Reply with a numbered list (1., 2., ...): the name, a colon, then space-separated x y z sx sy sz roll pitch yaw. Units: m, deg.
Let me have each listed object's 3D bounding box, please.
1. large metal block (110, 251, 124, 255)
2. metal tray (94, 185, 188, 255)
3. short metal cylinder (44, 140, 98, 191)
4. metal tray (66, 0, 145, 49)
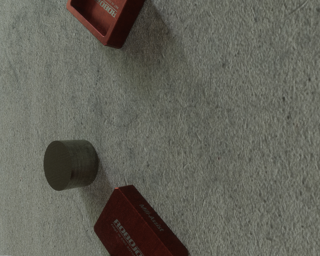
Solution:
1. large metal block: -0.070 0.243 0.446 0.080 0.050 0.080 45 117 30
2. metal tray: -0.032 0.154 0.428 0.130 0.030 0.089 44 116 31
3. short metal cylinder: -0.147 0.060 0.510 0.080 0.050 0.080 0 90 40
4. metal tray: -0.087 -0.193 0.472 0.130 0.030 0.089 47 118 30
